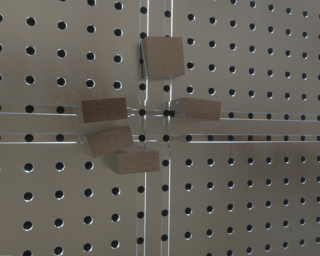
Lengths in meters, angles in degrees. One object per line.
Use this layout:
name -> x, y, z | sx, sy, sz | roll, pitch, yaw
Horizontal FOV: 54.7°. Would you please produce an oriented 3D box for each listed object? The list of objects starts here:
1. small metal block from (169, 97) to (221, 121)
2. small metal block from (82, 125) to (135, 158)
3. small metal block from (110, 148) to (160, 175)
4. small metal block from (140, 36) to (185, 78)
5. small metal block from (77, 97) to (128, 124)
small metal block -> 0.046, -0.024, 0.418 | 0.050, 0.050, 0.025 | 5, 89, -20
small metal block -> -0.064, 0.015, 0.376 | 0.050, 0.050, 0.025 | -17, 96, -20
small metal block -> -0.033, 0.040, 0.388 | 0.050, 0.050, 0.025 | -2, 91, -20
small metal block -> 0.003, -0.094, 0.415 | 0.050, 0.025, 0.050 | -5, 92, -20
small metal block -> -0.071, -0.021, 0.374 | 0.050, 0.050, 0.025 | -7, 93, -20
